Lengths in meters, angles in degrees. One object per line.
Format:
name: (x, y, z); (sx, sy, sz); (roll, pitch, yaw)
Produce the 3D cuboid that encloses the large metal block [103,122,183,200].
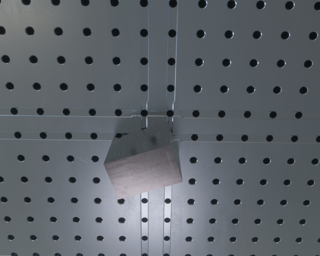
large metal block: (-0.019, 0.039, 0.398); (0.080, 0.080, 0.050); (-16, 109, 6)
